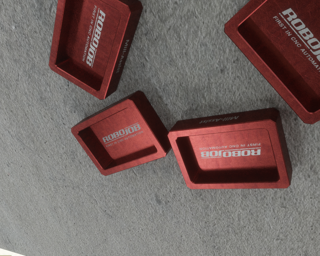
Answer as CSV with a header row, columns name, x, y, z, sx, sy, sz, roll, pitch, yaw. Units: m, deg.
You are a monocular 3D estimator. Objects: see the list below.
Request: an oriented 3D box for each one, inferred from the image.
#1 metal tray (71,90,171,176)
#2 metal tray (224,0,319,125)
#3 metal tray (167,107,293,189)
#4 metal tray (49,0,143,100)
name,x,y,z,sx,sy,sz,roll,pitch,yaw
metal tray,-0.056,0.012,0.440,0.130,0.030,0.090,-22,107,36
metal tray,0.135,-0.077,0.284,0.130,0.030,0.090,47,129,-5
metal tray,0.084,0.030,0.377,0.130,0.030,0.090,-7,115,31
metal tray,-0.083,-0.109,0.379,0.090,0.030,0.129,32,129,7
